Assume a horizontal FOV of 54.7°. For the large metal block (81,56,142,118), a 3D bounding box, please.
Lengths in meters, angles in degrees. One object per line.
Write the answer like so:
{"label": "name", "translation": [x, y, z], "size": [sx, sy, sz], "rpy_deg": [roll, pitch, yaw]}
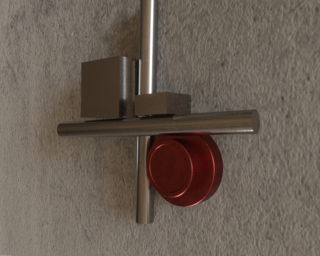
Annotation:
{"label": "large metal block", "translation": [-0.067, -0.054, 0.442], "size": [0.080, 0.050, 0.079], "rpy_deg": [1, 91, 39]}

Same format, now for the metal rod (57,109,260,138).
{"label": "metal rod", "translation": [-0.027, -0.002, 0.394], "size": [0.300, 0.025, 0.025], "rpy_deg": [-2, 89, 35]}

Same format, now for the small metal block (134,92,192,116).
{"label": "small metal block", "translation": [0.004, -0.028, 0.385], "size": [0.050, 0.050, 0.025], "rpy_deg": [-2, 89, 39]}

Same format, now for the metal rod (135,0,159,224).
{"label": "metal rod", "translation": [-0.018, -0.022, 0.419], "size": [0.025, 0.025, 0.298], "rpy_deg": [2, 91, 39]}

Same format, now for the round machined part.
{"label": "round machined part", "translation": [0.022, 0.047, 0.374], "size": [0.098, 0.042, 0.097], "rpy_deg": [0, 90, 39]}
